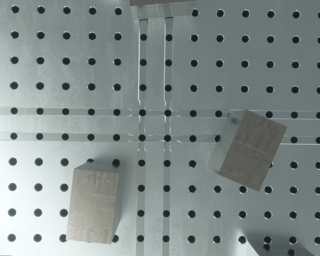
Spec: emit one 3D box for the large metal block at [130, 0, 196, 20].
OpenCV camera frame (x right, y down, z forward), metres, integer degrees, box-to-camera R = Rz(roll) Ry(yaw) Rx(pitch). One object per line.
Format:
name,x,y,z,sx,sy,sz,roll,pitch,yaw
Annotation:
large metal block,0.000,-0.191,0.401,0.081,0.050,0.079,-5,90,-1

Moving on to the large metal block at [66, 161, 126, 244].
large metal block,-0.076,0.087,0.385,0.050,0.080,0.079,6,90,0

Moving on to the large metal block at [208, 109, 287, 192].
large metal block,0.104,0.025,0.387,0.050,0.080,0.080,23,90,-1

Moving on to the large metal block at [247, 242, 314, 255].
large metal block,0.157,0.202,0.403,0.081,0.050,0.079,7,90,-1
